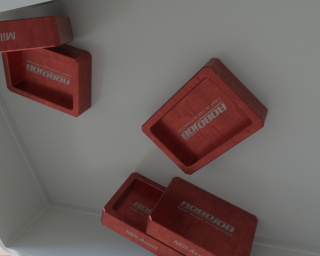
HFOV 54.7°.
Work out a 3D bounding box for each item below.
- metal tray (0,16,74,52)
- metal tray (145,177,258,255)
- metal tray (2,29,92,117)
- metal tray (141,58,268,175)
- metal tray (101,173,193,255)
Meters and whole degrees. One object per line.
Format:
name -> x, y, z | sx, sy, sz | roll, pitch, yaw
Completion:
metal tray -> -0.174, -0.105, 0.354 | 0.131, 0.090, 0.030 | -7, 110, -3
metal tray -> 0.057, 0.129, 0.415 | 0.130, 0.090, 0.030 | 26, 127, 12
metal tray -> -0.161, -0.078, 0.439 | 0.130, 0.030, 0.089 | 21, 126, 15
metal tray -> 0.049, -0.008, 0.373 | 0.090, 0.030, 0.129 | 45, 129, -4
metal tray -> -0.006, 0.127, 0.446 | 0.130, 0.090, 0.030 | 25, 127, 12
